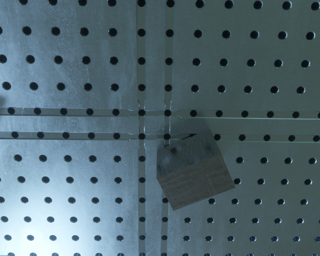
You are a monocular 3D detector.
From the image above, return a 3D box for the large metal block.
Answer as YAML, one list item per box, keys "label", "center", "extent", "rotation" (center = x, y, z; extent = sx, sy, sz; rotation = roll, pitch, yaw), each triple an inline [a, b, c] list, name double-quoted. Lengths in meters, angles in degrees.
- label: "large metal block"
  center: [0.043, 0.051, 0.404]
  extent: [0.080, 0.080, 0.050]
  rotation: [-23, 109, 8]
